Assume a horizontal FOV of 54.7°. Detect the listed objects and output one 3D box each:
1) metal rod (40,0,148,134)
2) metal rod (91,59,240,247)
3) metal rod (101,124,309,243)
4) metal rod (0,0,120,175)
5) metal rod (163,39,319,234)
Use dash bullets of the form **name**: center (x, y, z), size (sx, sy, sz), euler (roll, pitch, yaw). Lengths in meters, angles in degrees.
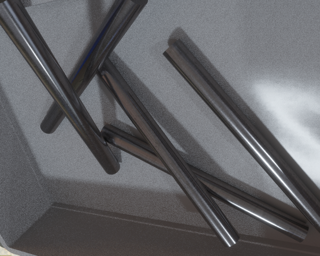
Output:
- **metal rod**: center (-0.102, -0.062, 0.393), size (0.025, 0.025, 0.299), euler (47, 138, -5)
- **metal rod**: center (0.004, 0.026, 0.399), size (0.025, 0.025, 0.299), euler (-35, 92, 38)
- **metal rod**: center (0.051, 0.070, 0.424), size (0.301, 0.025, 0.025), euler (26, 128, 11)
- **metal rod**: center (-0.102, -0.022, 0.369), size (0.025, 0.025, 0.299), euler (13, 150, 21)
- **metal rod**: center (0.112, 0.020, 0.361), size (0.300, 0.025, 0.025), euler (48, 129, -6)
